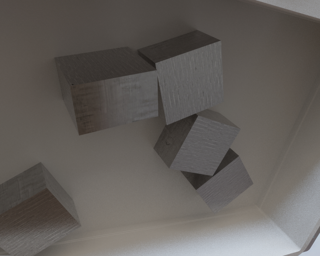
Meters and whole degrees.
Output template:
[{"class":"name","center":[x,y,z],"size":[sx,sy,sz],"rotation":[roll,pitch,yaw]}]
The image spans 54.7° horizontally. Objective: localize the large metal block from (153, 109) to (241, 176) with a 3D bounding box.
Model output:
[{"class":"large metal block","center":[0.051,0.015,0.432],"size":[0.081,0.050,0.080],"rotation":[15,111,-35]}]

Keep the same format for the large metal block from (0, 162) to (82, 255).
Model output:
[{"class":"large metal block","center":[-0.155,0.101,0.371],"size":[0.080,0.050,0.080],"rotation":[-30,129,-9]}]

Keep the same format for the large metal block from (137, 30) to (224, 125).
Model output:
[{"class":"large metal block","center":[0.027,-0.061,0.371],"size":[0.081,0.050,0.080],"rotation":[-22,127,-15]}]

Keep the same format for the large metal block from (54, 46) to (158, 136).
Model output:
[{"class":"large metal block","center":[-0.056,-0.043,0.317],"size":[0.081,0.080,0.050],"rotation":[-15,125,-21]}]

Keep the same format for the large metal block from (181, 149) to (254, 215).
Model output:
[{"class":"large metal block","center":[0.091,0.078,0.493],"size":[0.080,0.050,0.080],"rotation":[-38,130,-3]}]
